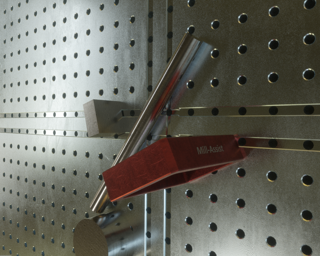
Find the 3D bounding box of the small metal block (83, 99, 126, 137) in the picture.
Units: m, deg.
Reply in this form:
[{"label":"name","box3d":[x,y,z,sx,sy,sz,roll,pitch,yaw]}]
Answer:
[{"label":"small metal block","box3d":[-0.083,-0.014,0.461,0.025,0.050,0.050,-19,78,38]}]

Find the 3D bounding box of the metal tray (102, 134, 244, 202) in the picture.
[{"label":"metal tray","box3d":[0.018,0.040,0.326,0.090,0.131,0.030,-32,71,36]}]

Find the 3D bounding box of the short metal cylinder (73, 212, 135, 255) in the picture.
[{"label":"short metal cylinder","box3d":[-0.084,0.171,0.463,0.080,0.050,0.079,0,90,40]}]

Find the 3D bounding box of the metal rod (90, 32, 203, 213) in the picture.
[{"label":"metal rod","box3d":[-0.029,0.008,0.433,0.025,0.025,0.298,45,117,30]}]
